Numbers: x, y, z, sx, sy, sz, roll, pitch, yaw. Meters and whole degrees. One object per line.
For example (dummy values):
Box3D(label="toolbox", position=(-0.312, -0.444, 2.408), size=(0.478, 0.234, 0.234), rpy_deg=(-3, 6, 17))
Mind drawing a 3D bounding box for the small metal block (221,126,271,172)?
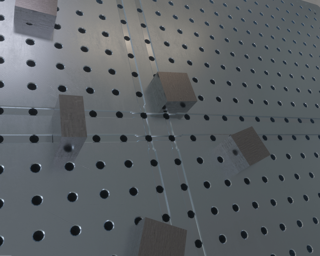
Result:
Box3D(label="small metal block", position=(0.126, 0.031, 0.457), size=(0.050, 0.025, 0.050), rpy_deg=(-19, 72, -35))

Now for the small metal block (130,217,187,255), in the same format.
Box3D(label="small metal block", position=(-0.002, 0.129, 0.328), size=(0.050, 0.025, 0.050), rpy_deg=(22, 54, -15))

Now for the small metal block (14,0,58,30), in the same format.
Box3D(label="small metal block", position=(-0.167, -0.166, 0.420), size=(0.050, 0.025, 0.050), rpy_deg=(7, 59, -25))

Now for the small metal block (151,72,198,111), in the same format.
Box3D(label="small metal block", position=(0.020, -0.053, 0.451), size=(0.050, 0.025, 0.050), rpy_deg=(-3, 63, -30))

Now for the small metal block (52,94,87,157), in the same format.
Box3D(label="small metal block", position=(-0.100, -0.001, 0.339), size=(0.025, 0.050, 0.050), rpy_deg=(2, 61, -27))
